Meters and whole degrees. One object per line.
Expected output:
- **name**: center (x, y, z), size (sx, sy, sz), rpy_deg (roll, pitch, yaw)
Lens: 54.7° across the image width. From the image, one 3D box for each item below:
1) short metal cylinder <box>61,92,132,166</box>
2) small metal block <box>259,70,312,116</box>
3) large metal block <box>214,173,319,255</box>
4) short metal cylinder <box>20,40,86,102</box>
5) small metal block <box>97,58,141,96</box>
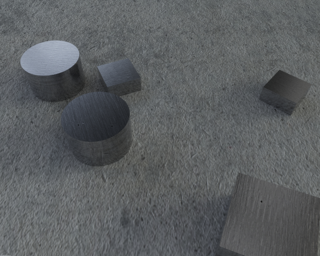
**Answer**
- **short metal cylinder**: center (-0.076, 0.000, 0.386), size (0.081, 0.050, 0.080), rpy_deg (0, 50, 0)
- **small metal block**: center (0.182, -0.052, 0.450), size (0.050, 0.025, 0.050), rpy_deg (33, 57, 24)
- **large metal block**: center (0.103, 0.101, 0.303), size (0.080, 0.050, 0.080), rpy_deg (17, 52, 13)
- **short metal cylinder**: center (-0.155, -0.084, 0.456), size (0.081, 0.050, 0.080), rpy_deg (0, 50, 0)
- **small metal block**: center (-0.061, -0.075, 0.465), size (0.050, 0.025, 0.050), rpy_deg (-19, 53, -16)
